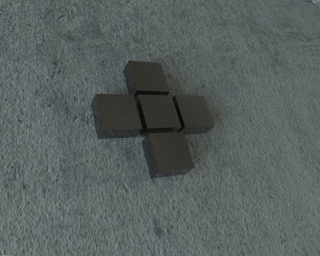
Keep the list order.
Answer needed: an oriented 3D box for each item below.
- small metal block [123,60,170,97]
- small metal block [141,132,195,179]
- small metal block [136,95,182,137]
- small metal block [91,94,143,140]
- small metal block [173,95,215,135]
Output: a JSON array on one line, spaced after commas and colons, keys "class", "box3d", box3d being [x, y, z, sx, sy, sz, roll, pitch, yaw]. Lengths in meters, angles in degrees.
[{"class": "small metal block", "box3d": [-0.020, -0.066, 0.436, 0.050, 0.025, 0.050, -2, 63, -30]}, {"class": "small metal block", "box3d": [0.009, 0.034, 0.391, 0.050, 0.025, 0.050, -2, 63, -30]}, {"class": "small metal block", "box3d": [-0.005, -0.016, 0.414, 0.050, 0.025, 0.050, -2, 63, -30]}, {"class": "small metal block", "box3d": [-0.055, -0.014, 0.386, 0.050, 0.025, 0.050, -2, 63, -30]}, {"class": "small metal block", "box3d": [0.044, -0.019, 0.442, 0.050, 0.025, 0.050, -2, 63, -30]}]
